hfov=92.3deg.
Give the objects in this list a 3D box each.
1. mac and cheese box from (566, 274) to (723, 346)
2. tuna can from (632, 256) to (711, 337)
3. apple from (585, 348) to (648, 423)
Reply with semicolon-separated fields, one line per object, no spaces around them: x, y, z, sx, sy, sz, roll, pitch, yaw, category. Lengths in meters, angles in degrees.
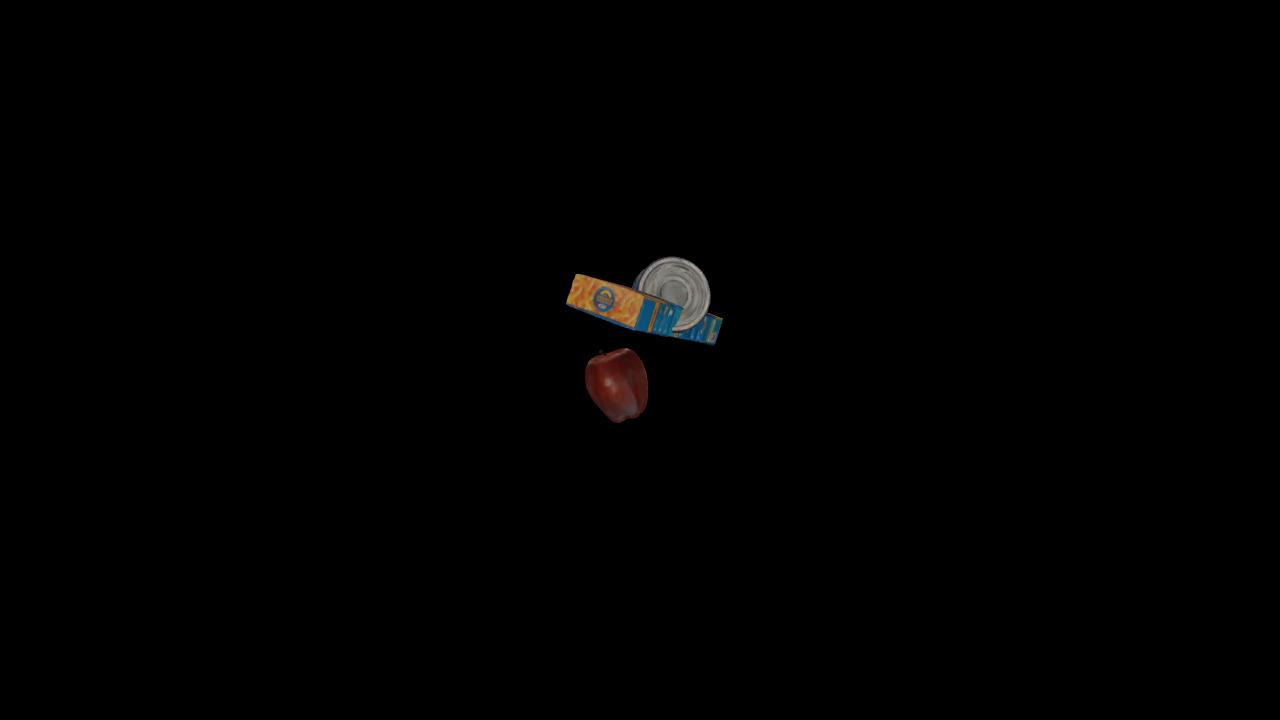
0.012;-0.053;0.691;0.093;0.041;0.184;23;8;30;mac and cheese box
0.033;-0.069;0.670;0.084;0.084;0.034;0;-4;-12;tuna can
-0.030;0.030;0.767;0.079;0.093;0.079;-21;4;2;apple
